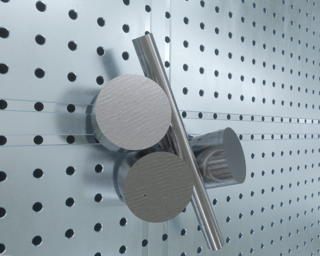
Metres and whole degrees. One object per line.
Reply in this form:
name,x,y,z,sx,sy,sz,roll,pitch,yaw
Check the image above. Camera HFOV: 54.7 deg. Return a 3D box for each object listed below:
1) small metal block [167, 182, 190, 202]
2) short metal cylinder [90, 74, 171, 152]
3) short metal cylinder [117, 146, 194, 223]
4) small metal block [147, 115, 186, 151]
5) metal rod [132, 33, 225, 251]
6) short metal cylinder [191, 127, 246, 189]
small metal block,0.029,0.073,0.429,0.050,0.025,0.050,-48,119,-29
short metal cylinder,-0.034,-0.014,0.342,0.081,0.050,0.080,3,81,-19
short metal cylinder,-0.008,0.064,0.365,0.081,0.050,0.079,-1,94,-17
small metal block,0.000,-0.004,0.405,0.050,0.025,0.050,-51,120,-28
metal rod,0.029,0.029,0.396,0.025,0.025,0.298,-32,110,-35
short metal cylinder,0.084,0.044,0.442,0.080,0.050,0.080,33,49,-48
